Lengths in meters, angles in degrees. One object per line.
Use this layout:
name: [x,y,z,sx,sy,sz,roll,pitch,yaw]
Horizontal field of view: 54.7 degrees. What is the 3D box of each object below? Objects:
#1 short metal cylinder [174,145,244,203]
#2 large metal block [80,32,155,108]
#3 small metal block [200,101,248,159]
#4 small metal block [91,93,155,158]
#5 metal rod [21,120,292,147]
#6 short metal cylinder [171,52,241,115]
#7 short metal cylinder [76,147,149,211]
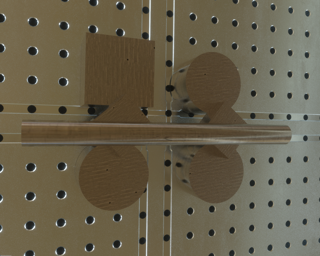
short metal cylinder: [0.066,0.057,0.424,0.081,0.050,0.080,0,90,-20]
large metal block: [-0.053,-0.065,0.379,0.081,0.050,0.080,1,90,-20]
small metal block: [0.077,0.003,0.388,0.050,0.025,0.050,42,77,-15]
small metal block: [-0.043,-0.003,0.344,0.050,0.025,0.050,-42,103,-15]
metal rod: [0.015,0.006,0.338,0.302,0.025,0.025,1,90,-20]
short metal cylinder: [0.061,-0.058,0.422,0.081,0.050,0.080,0,90,-20]
short metal cylinder: [-0.060,0.054,0.376,0.081,0.050,0.080,0,90,-20]
